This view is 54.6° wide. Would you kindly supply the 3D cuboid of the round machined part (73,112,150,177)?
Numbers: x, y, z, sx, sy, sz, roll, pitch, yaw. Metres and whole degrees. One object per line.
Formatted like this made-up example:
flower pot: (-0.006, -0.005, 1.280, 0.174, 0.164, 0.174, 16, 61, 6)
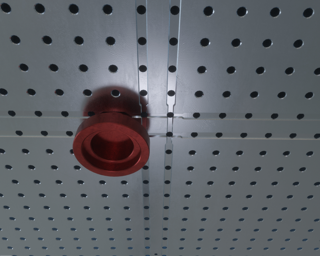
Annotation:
round machined part: (-0.063, 0.017, 0.415, 0.099, 0.042, 0.097, 0, 130, 0)
